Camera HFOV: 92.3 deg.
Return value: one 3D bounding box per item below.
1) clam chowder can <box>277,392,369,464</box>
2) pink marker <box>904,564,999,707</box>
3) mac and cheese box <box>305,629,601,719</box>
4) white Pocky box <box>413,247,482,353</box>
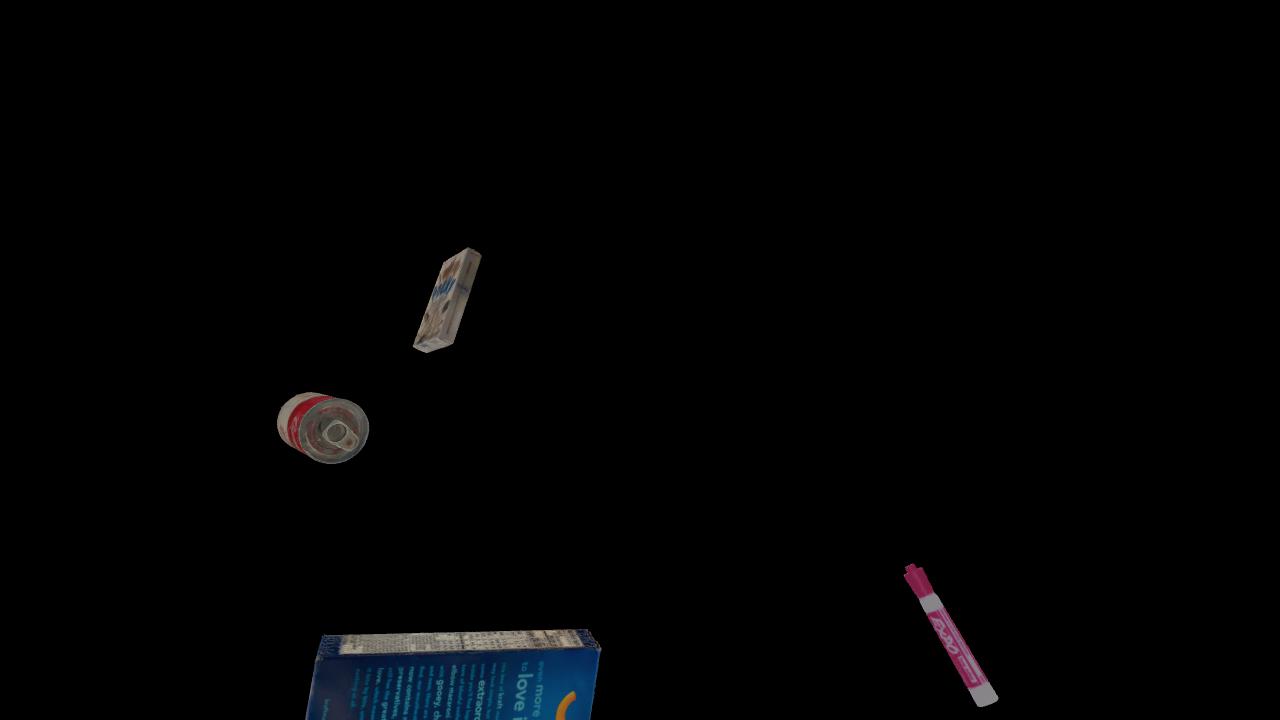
[{"bbox_3d":[-0.344,0.071,0.665,0.068,0.068,0.102,0,2,-42],"label":"clam chowder can"},{"bbox_3d":[0.273,0.241,0.548,0.020,0.121,0.020,-20,-25,-10],"label":"pink marker"},{"bbox_3d":[-0.124,0.236,0.418,0.184,0.093,0.041,9,-4,-21],"label":"mac and cheese box"},{"bbox_3d":[-0.288,-0.089,0.924,0.028,0.154,0.084,29,-29,-37],"label":"white Pocky box"}]
